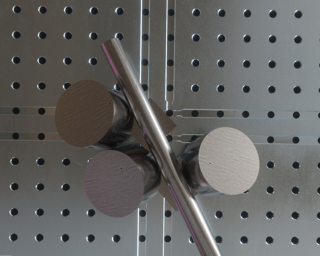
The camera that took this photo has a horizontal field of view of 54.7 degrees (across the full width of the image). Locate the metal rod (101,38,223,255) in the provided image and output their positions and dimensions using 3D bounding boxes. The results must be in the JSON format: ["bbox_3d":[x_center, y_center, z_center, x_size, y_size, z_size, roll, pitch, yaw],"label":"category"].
[{"bbox_3d":[0.002,0.029,0.384,0.025,0.025,0.299,-26,90,0],"label":"metal rod"}]

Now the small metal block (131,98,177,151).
[{"bbox_3d":[-0.014,-0.004,0.410,0.050,0.025,0.050,-43,90,0],"label":"small metal block"}]

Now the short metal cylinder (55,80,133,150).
[{"bbox_3d":[-0.080,-0.014,0.383,0.080,0.050,0.080,-3,81,20],"label":"short metal cylinder"}]

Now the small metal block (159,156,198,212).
[{"bbox_3d":[0.024,0.073,0.410,0.050,0.025,0.050,-40,90,0],"label":"small metal block"}]

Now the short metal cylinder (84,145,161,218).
[{"bbox_3d":[-0.045,0.063,0.383,0.080,0.050,0.079,2,95,22],"label":"short metal cylinder"}]

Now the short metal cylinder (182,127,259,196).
[{"bbox_3d":[0.074,0.044,0.385,0.081,0.050,0.080,5,74,-18],"label":"short metal cylinder"}]
